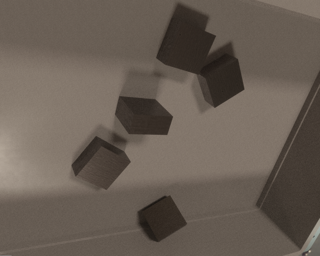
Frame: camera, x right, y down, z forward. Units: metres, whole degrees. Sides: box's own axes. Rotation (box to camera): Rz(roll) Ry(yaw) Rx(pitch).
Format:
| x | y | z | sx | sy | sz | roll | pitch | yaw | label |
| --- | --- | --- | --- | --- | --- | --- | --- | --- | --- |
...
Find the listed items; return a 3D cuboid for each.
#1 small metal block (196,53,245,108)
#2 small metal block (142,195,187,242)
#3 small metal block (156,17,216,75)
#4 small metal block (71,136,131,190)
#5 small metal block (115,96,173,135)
| x | y | z | sx | sy | sz | roll | pitch | yaw | label |
| --- | --- | --- | --- | --- | --- | --- | --- | --- | --- |
| 0.081 | -0.063 | 0.416 | 0.050 | 0.025 | 0.050 | -32 | 129 | -8 | small metal block |
| 0.007 | 0.141 | 0.482 | 0.050 | 0.050 | 0.025 | -28 | 160 | -11 | small metal block |
| 0.031 | -0.096 | 0.368 | 0.050 | 0.025 | 0.050 | 10 | 114 | -33 | small metal block |
| -0.075 | 0.046 | 0.397 | 0.050 | 0.025 | 0.050 | -49 | 129 | 6 | small metal block |
| -0.020 | -0.015 | 0.373 | 0.050 | 0.050 | 0.025 | 2 | 117 | -30 | small metal block |
